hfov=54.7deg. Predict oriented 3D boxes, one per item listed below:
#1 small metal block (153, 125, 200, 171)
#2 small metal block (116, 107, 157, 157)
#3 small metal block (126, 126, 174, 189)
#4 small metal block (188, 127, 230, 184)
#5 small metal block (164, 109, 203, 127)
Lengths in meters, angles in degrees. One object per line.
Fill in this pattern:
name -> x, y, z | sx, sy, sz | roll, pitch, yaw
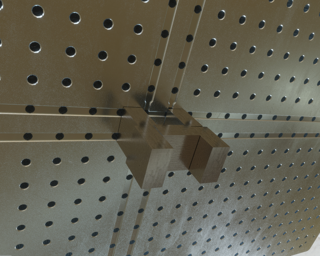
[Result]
small metal block -> 0.014, 0.024, 0.371 | 0.050, 0.025, 0.050 | 1, 118, -29
small metal block -> -0.030, 0.008, 0.384 | 0.025, 0.050, 0.050 | 1, 118, -29
small metal block -> -0.013, 0.031, 0.342 | 0.025, 0.050, 0.050 | 1, 118, -29
small metal block -> 0.053, 0.032, 0.379 | 0.025, 0.050, 0.050 | 1, 118, -29
small metal block -> 0.027, 0.008, 0.416 | 0.025, 0.050, 0.050 | -1, 119, -29
